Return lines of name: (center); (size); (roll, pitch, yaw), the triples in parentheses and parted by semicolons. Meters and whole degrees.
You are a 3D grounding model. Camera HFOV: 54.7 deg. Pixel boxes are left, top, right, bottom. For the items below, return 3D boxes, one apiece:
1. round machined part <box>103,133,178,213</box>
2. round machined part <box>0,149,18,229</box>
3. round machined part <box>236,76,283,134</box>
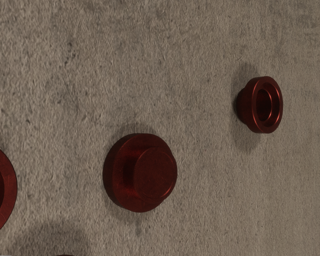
round machined part: (-0.017, 0.055, 0.382); (0.099, 0.042, 0.097); (0, 90, -40)
round machined part: (-0.173, 0.051, 0.249); (0.099, 0.042, 0.097); (0, 90, -40)
round machined part: (0.170, -0.039, 0.540); (0.099, 0.042, 0.097); (0, 90, -40)
